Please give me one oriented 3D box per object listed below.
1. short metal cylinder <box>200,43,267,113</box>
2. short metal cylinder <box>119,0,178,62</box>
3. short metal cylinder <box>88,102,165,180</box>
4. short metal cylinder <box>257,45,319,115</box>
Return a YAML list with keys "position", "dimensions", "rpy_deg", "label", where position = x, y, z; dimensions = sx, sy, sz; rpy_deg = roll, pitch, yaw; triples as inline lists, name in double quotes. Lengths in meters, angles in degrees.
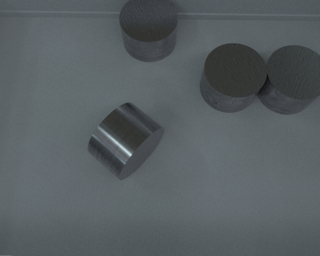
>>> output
- position: [0.097, -0.067, 0.421]
  dimensions: [0.080, 0.050, 0.080]
  rpy_deg: [0, 70, 0]
  label: "short metal cylinder"
- position: [-0.016, -0.143, 0.448]
  dimensions: [0.081, 0.050, 0.080]
  rpy_deg: [0, 70, 0]
  label: "short metal cylinder"
- position: [-0.040, 0.016, 0.374]
  dimensions: [0.050, 0.080, 0.080]
  rpy_deg: [39, 75, 13]
  label: "short metal cylinder"
- position: [0.178, -0.064, 0.421]
  dimensions: [0.081, 0.050, 0.080]
  rpy_deg: [0, 70, 0]
  label: "short metal cylinder"
